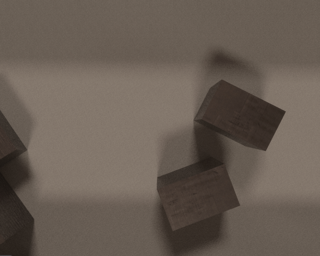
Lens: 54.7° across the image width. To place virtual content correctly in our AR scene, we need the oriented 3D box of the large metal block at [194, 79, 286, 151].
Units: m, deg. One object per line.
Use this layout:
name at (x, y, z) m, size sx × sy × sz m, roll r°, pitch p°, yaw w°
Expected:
large metal block at (0.093, -0.014, 0.385) m, size 0.080 × 0.080 × 0.050 m, roll 27°, pitch 90°, yaw -1°

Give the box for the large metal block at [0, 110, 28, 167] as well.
large metal block at (-0.232, 0.017, 0.389) m, size 0.080 × 0.050 × 0.080 m, roll -34°, pitch 91°, yaw -11°

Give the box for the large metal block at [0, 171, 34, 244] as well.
large metal block at (-0.215, 0.106, 0.381) m, size 0.050 × 0.080 × 0.080 m, roll -35°, pitch 90°, yaw 0°

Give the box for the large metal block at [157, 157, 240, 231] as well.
large metal block at (0.043, 0.077, 0.385) m, size 0.080 × 0.080 × 0.050 m, roll -21°, pitch 90°, yaw 0°
